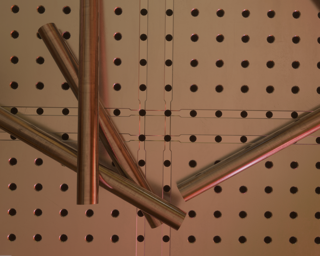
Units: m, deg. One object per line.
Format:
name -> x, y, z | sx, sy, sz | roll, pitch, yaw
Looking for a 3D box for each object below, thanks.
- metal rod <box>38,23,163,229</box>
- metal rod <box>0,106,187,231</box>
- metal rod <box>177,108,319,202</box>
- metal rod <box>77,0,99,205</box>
metal rod -> -0.076, -0.003, 0.412 | 0.025, 0.025, 0.299 | -30, 90, 0
metal rod -> -0.105, 0.044, 0.395 | 0.301, 0.025, 0.025 | 29, 90, 6
metal rod -> 0.161, 0.016, 0.415 | 0.301, 0.025, 0.025 | -28, 90, -1
metal rod -> -0.089, -0.058, 0.387 | 0.025, 0.025, 0.298 | -2, 80, -1
